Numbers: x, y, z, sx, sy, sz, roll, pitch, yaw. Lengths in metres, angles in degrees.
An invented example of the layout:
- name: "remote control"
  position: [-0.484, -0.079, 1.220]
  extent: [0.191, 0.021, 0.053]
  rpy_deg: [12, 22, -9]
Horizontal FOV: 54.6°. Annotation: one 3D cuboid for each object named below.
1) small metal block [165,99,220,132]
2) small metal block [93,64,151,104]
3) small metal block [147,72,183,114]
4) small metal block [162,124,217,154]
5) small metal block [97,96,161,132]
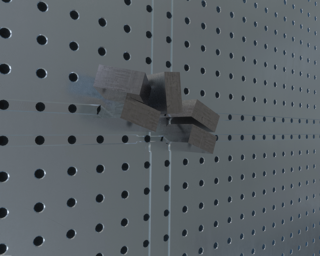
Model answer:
- name: "small metal block"
  position: [0.045, -0.016, 0.430]
  extent: [0.050, 0.050, 0.025]
  rpy_deg: [31, 71, -36]
- name: "small metal block"
  position: [-0.040, -0.045, 0.345]
  extent: [0.050, 0.050, 0.025]
  rpy_deg: [64, 38, -77]
- name: "small metal block"
  position: [0.000, -0.043, 0.392]
  extent: [0.025, 0.050, 0.050]
  rpy_deg: [-7, 95, -40]
- name: "small metal block"
  position: [0.041, 0.015, 0.426]
  extent: [0.050, 0.050, 0.025]
  rpy_deg: [25, 74, -37]
- name: "small metal block"
  position: [-0.036, -0.015, 0.361]
  extent: [0.050, 0.050, 0.025]
  rpy_deg: [23, 76, -38]
